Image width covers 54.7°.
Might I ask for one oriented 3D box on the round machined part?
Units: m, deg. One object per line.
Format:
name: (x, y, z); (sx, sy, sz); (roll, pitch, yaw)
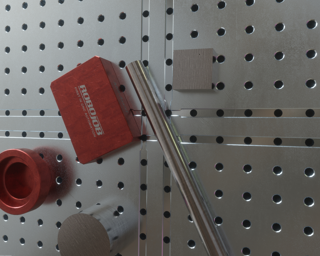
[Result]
round machined part: (-0.209, 0.079, 0.475); (0.098, 0.042, 0.097); (0, 90, 19)

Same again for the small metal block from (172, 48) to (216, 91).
small metal block: (0.044, -0.073, 0.396); (0.050, 0.025, 0.050); (2, 91, 19)

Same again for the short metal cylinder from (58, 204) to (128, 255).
short metal cylinder: (-0.093, 0.152, 0.431); (0.080, 0.050, 0.079); (0, 90, 19)

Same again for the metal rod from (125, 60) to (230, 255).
metal rod: (0.024, 0.049, 0.403); (0.025, 0.025, 0.299); (-26, 82, 18)

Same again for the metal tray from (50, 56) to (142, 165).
metal tray: (-0.093, -0.024, 0.441); (0.090, 0.030, 0.129); (-26, 82, 17)
